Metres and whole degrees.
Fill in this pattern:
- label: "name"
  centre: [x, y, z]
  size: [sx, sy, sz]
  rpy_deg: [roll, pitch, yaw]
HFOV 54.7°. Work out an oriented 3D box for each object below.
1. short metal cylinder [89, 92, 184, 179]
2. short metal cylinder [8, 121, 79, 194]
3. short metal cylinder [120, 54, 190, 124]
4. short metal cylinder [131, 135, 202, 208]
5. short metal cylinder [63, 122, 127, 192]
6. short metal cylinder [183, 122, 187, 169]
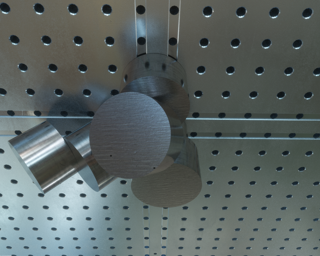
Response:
- label: "short metal cylinder"
  centre: [-0.022, 0.008, 0.307]
  size: [0.080, 0.080, 0.050]
  rpy_deg: [-19, 171, 15]
- label: "short metal cylinder"
  centre: [-0.149, 0.037, 0.397]
  size: [0.050, 0.080, 0.080]
  rpy_deg: [-35, 136, -27]
- label: "short metal cylinder"
  centre: [-0.007, -0.039, 0.361]
  size: [0.081, 0.050, 0.079]
  rpy_deg: [0, 130, 0]
- label: "short metal cylinder"
  centre: [0.007, 0.051, 0.370]
  size: [0.081, 0.050, 0.079]
  rpy_deg: [0, 130, 0]
- label: "short metal cylinder"
  centre: [-0.080, 0.033, 0.394]
  size: [0.050, 0.080, 0.080]
  rpy_deg: [-34, 136, -27]
- label: "short metal cylinder"
  centre: [-0.002, 0.022, 0.413]
  size: [0.081, 0.050, 0.079]
  rpy_deg: [0, 130, 0]
